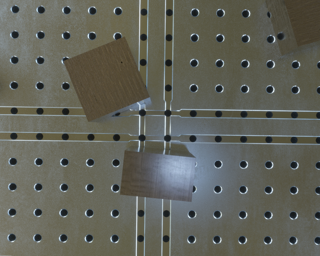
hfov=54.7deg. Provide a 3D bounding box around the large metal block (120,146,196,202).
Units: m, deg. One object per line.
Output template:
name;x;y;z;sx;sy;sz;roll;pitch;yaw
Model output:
large metal block;-0.002;0.054;0.386;0.081;0.080;0.050;6;90;-1

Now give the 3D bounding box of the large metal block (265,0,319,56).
large metal block;0.196;-0.149;0.403;0.080;0.050;0.080;-17;90;-1

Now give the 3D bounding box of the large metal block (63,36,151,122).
large metal block;-0.065;-0.059;0.400;0.080;0.050;0.080;-22;90;-1
